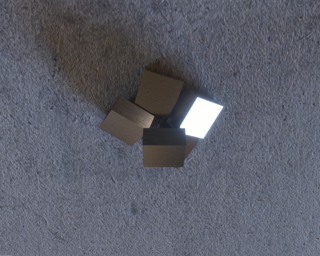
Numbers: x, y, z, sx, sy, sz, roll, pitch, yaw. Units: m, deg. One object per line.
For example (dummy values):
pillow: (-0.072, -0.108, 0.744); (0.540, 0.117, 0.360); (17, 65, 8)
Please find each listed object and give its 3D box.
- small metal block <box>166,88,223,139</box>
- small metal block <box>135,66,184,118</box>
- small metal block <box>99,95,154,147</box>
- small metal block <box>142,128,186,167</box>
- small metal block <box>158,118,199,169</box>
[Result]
small metal block: (0.044, -0.018, 0.393); (0.050, 0.025, 0.050); (14, 114, -41)
small metal block: (-0.002, -0.045, 0.395); (0.050, 0.025, 0.050); (16, 109, -7)
small metal block: (-0.043, -0.007, 0.395); (0.050, 0.025, 0.050); (31, 143, -12)
small metal block: (0.005, 0.025, 0.382); (0.050, 0.025, 0.050); (0, 143, -1)
small metal block: (0.016, 0.019, 0.419); (0.050, 0.025, 0.050); (31, 107, -11)
